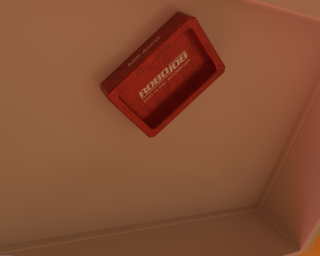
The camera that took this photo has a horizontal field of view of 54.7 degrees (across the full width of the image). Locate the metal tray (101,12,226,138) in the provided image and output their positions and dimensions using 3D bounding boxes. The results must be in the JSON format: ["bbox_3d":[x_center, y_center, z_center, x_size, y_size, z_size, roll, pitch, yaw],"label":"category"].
[{"bbox_3d":[0.007,-0.061,0.372,0.130,0.030,0.090,-43,130,1],"label":"metal tray"}]
